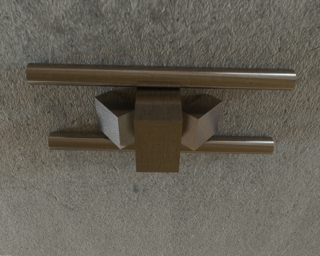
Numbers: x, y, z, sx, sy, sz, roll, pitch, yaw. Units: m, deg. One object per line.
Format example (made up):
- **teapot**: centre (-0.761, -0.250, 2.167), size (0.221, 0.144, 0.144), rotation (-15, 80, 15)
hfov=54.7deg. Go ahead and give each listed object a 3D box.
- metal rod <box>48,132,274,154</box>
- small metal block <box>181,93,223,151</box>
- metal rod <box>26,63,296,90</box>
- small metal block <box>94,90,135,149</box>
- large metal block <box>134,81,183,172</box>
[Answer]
- **metal rod**: centre (0.003, 0.021, 0.427), size (0.302, 0.025, 0.025), rotation (1, 130, -2)
- **small metal block**: centre (0.050, -0.008, 0.385), size (0.025, 0.050, 0.050), rotation (30, 138, 30)
- **metal rod**: centre (0.003, -0.059, 0.358), size (0.302, 0.025, 0.025), rotation (1, 130, -2)
- **small metal block**: centre (-0.054, -0.011, 0.381), size (0.025, 0.050, 0.050), rotation (-28, 139, -30)
- **large metal block**: centre (-0.002, -0.003, 0.373), size (0.050, 0.080, 0.079), rotation (1, 130, -1)
